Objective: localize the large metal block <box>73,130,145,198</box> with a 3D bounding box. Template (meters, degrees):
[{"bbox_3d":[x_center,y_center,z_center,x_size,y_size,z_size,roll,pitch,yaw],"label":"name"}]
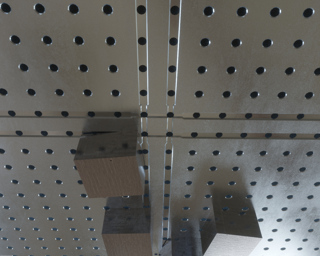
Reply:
[{"bbox_3d":[-0.067,0.052,0.439,0.080,0.050,0.080,-4,130,3],"label":"large metal block"}]

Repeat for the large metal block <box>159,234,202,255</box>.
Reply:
[{"bbox_3d":[0.048,0.260,0.616,0.080,0.050,0.079,14,129,-12],"label":"large metal block"}]

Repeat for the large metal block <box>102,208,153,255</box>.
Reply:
[{"bbox_3d":[-0.055,0.188,0.554,0.080,0.050,0.080,-1,130,1],"label":"large metal block"}]

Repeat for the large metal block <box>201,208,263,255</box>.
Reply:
[{"bbox_3d":[0.125,0.193,0.560,0.080,0.050,0.079,9,130,-8],"label":"large metal block"}]
